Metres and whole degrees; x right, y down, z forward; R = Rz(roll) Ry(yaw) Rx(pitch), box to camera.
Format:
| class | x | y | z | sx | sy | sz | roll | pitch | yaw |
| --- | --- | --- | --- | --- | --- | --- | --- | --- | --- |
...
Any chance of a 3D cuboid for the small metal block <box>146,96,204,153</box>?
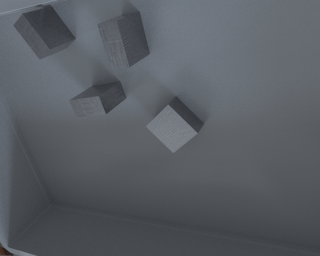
| class | x | y | z | sx | sy | sz | roll | pitch | yaw |
| --- | --- | --- | --- | --- | --- | --- | --- | --- | --- |
| small metal block | 0.019 | -0.004 | 0.397 | 0.050 | 0.025 | 0.050 | 44 | 129 | -3 |

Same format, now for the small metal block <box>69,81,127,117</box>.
| class | x | y | z | sx | sy | sz | roll | pitch | yaw |
| --- | --- | --- | --- | --- | --- | --- | --- | --- | --- |
| small metal block | -0.082 | -0.038 | 0.412 | 0.050 | 0.050 | 0.025 | -4 | 116 | 30 |

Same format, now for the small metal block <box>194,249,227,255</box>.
| class | x | y | z | sx | sy | sz | roll | pitch | yaw |
| --- | --- | --- | --- | --- | --- | --- | --- | --- | --- |
| small metal block | 0.086 | 0.228 | 0.506 | 0.050 | 0.025 | 0.050 | -10 | 113 | 32 |

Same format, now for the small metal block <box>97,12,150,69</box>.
| class | x | y | z | sx | sy | sz | roll | pitch | yaw |
| --- | --- | --- | --- | --- | --- | --- | --- | --- | --- |
| small metal block | -0.039 | -0.100 | 0.351 | 0.025 | 0.050 | 0.050 | 0 | 119 | 28 |

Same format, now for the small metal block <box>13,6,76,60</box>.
| class | x | y | z | sx | sy | sz | roll | pitch | yaw |
| --- | --- | --- | --- | --- | --- | --- | --- | --- | --- |
| small metal block | -0.145 | -0.122 | 0.394 | 0.025 | 0.050 | 0.050 | -27 | 103 | 37 |
